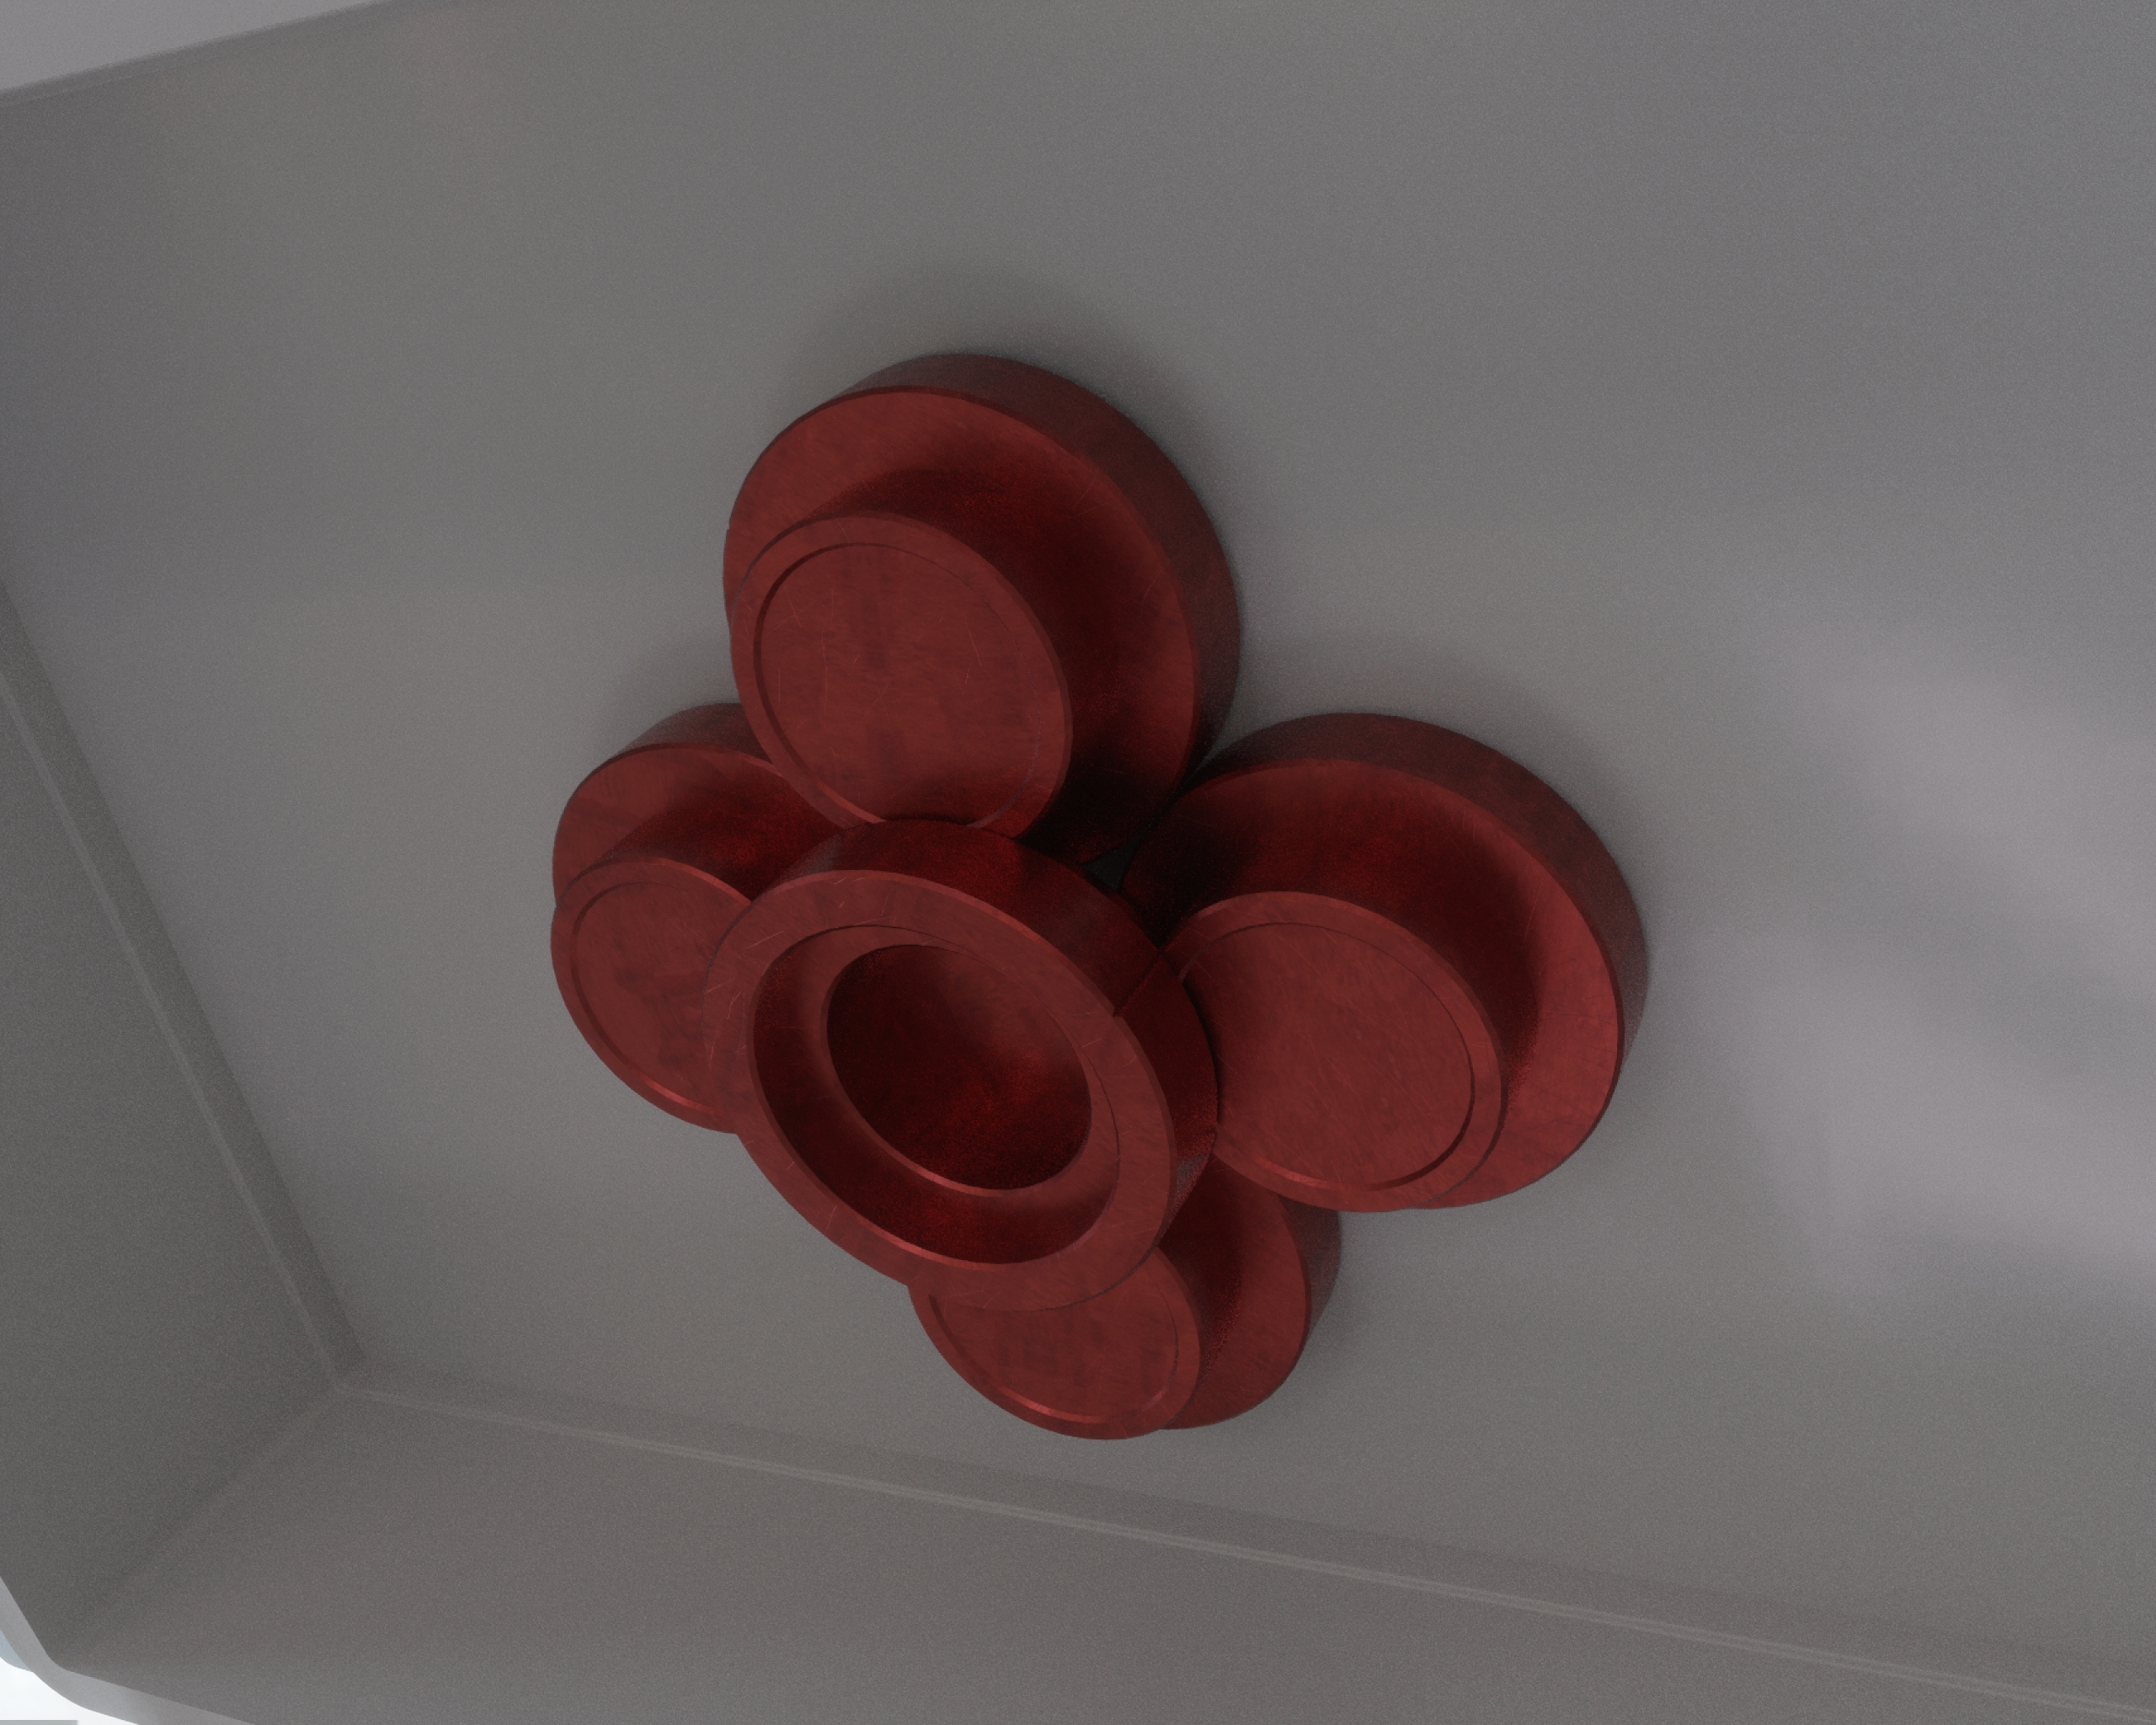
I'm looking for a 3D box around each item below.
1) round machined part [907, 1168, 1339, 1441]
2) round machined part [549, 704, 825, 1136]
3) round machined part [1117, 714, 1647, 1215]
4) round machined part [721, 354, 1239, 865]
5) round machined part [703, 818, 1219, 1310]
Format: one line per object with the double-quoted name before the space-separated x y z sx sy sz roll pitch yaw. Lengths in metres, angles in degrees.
"round machined part" 0.002 0.083 0.445 0.098 0.042 0.097 12 122 20
"round machined part" -0.072 0.019 0.444 0.098 0.042 0.097 13 124 21
"round machined part" 0.051 0.025 0.384 0.098 0.042 0.097 13 124 21
"round machined part" -0.024 -0.039 0.382 0.098 0.042 0.097 13 124 21
"round machined part" -0.019 0.034 0.399 0.098 0.042 0.097 13 124 21
